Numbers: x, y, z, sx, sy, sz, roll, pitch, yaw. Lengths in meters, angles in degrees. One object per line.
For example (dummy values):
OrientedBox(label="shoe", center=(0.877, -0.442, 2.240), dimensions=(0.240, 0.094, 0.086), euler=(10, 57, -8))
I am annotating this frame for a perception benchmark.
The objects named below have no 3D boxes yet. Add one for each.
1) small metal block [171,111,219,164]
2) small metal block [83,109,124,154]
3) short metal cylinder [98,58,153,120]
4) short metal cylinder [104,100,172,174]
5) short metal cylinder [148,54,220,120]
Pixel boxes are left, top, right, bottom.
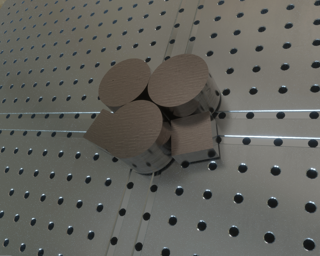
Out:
OrientedBox(label="small metal block", center=(0.042, 0.012, 0.375), dimensions=(0.050, 0.025, 0.050), euler=(-13, 56, 21))
OrientedBox(label="small metal block", center=(-0.072, 0.006, 0.438), dimensions=(0.050, 0.025, 0.050), euler=(23, 74, 36))
OrientedBox(label="short metal cylinder", center=(-0.039, -0.051, 0.439), dimensions=(0.080, 0.050, 0.080), euler=(-13, 56, 21))
OrientedBox(label="short metal cylinder", center=(-0.023, 0.012, 0.393), dimensions=(0.080, 0.050, 0.080), euler=(-13, 56, 21))
OrientedBox(label="short metal cylinder", center=(0.031, -0.048, 0.401), dimensions=(0.080, 0.050, 0.080), euler=(-13, 56, 21))
